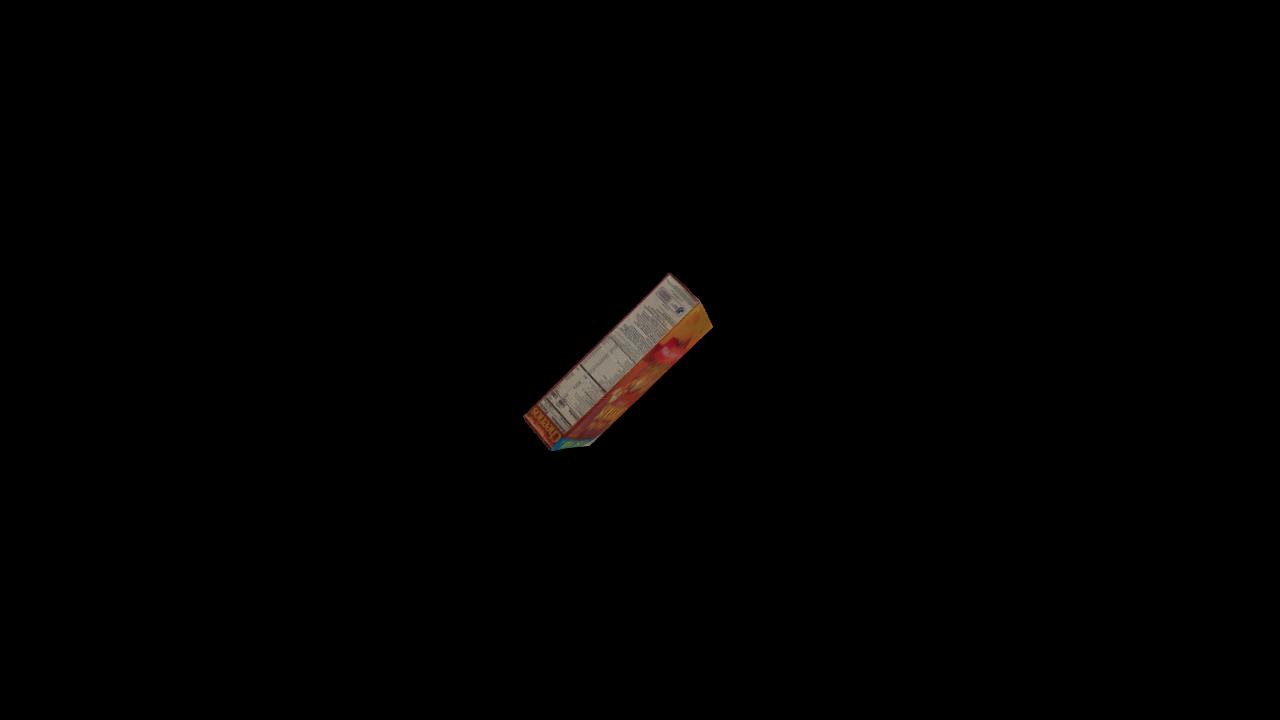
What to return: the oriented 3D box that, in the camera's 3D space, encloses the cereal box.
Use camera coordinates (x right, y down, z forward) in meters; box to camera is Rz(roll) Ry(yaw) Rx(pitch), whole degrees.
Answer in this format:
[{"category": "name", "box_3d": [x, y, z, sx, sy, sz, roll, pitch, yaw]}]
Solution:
[{"category": "cereal box", "box_3d": [-0.023, 0.014, 0.971, 0.081, 0.306, 0.203, 46, 3, 12]}]
